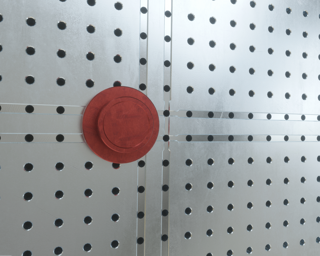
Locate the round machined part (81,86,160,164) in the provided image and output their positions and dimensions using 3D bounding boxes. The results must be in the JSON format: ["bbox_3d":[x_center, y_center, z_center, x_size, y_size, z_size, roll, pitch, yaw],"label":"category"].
[{"bbox_3d":[-0.046,-0.004,0.387,0.099,0.042,0.097,0,90,-21],"label":"round machined part"}]
